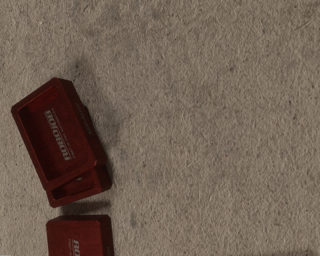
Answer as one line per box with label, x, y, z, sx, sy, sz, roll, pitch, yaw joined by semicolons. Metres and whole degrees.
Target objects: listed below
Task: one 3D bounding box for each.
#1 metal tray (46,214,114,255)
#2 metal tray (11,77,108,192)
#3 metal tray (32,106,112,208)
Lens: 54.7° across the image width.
metal tray;-0.112;0.194;0.444;0.090;0.030;0.129;-7;88;19
metal tray;-0.138;0.009;0.420;0.090;0.030;0.130;-29;81;17
metal tray;-0.133;0.041;0.451;0.090;0.030;0.129;-21;83;18
